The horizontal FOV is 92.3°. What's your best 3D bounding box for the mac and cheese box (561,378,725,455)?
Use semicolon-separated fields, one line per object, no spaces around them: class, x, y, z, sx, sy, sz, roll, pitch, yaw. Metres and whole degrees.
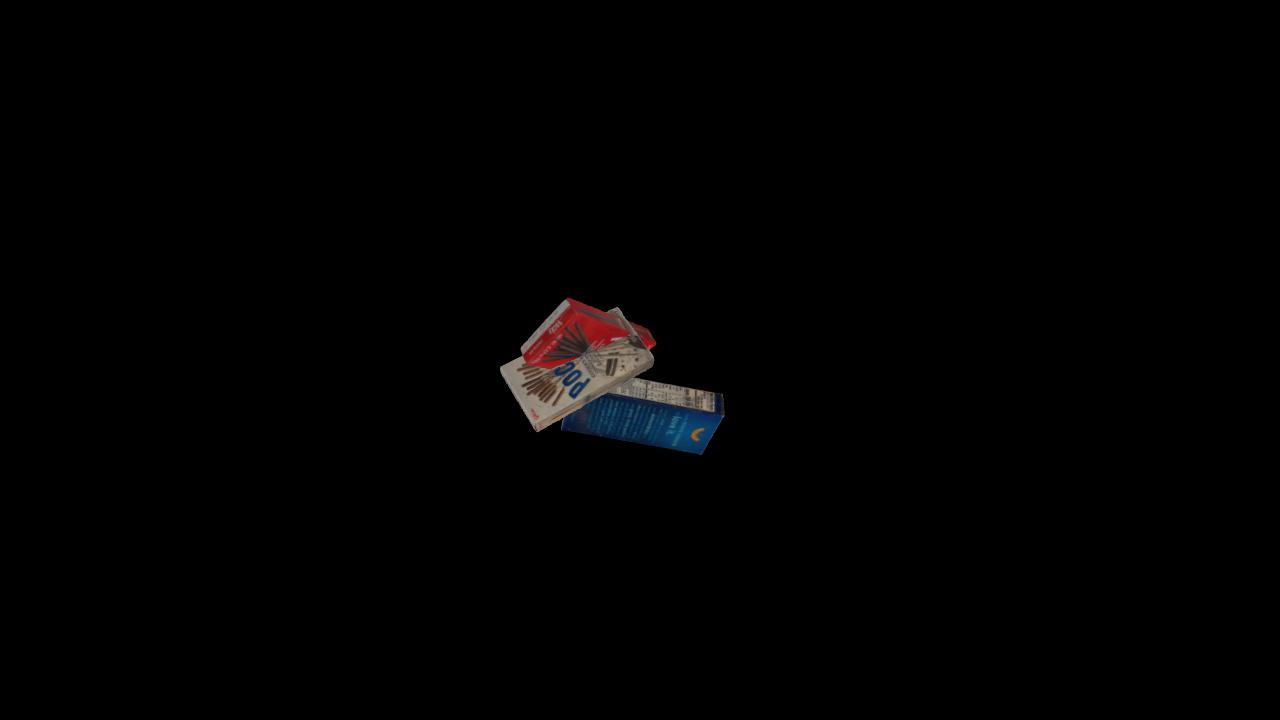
mac and cheese box;0.001;0.064;0.756;0.184;0.041;0.093;11;-42;-7

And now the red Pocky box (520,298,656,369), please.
red Pocky box;-0.054;-0.017;0.702;0.083;0.028;0.155;-45;-31;19

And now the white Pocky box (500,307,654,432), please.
white Pocky box;-0.069;0.008;0.691;0.154;0.084;0.028;-29;-23;-16
